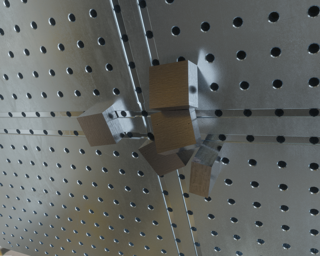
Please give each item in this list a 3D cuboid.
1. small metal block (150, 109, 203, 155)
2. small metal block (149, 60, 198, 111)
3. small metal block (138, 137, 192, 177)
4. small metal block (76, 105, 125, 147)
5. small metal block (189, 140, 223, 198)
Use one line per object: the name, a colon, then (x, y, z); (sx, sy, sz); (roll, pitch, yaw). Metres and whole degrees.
small metal block: (0.020, 0.003, 0.381); (0.050, 0.025, 0.050); (-16, 74, 21)
small metal block: (0.016, -0.047, 0.359); (0.050, 0.025, 0.050); (-3, 84, 30)
small metal block: (0.007, 0.034, 0.429); (0.050, 0.025, 0.050); (-29, 103, 37)
small metal block: (-0.087, -0.002, 0.457); (0.050, 0.025, 0.050); (-8, 115, 31)
small metal block: (0.059, 0.052, 0.396); (0.025, 0.050, 0.050); (14, 124, 20)
